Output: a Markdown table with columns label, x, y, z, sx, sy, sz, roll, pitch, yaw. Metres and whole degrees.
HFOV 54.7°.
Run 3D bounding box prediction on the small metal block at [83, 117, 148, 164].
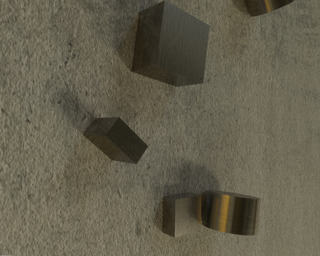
| label | x | y | z | sx | sy | sz | roll | pitch | yaw |
| --- | --- | --- | --- | --- | --- | --- | --- | --- | --- |
| small metal block | -0.050 | 0.014 | 0.348 | 0.050 | 0.050 | 0.025 | 47 | 62 | -30 |

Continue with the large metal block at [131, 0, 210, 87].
| label | x | y | z | sx | sy | sz | roll | pitch | yaw |
| --- | --- | --- | --- | --- | --- | --- | --- | --- | --- |
| large metal block | 0.015 | -0.104 | 0.403 | 0.081 | 0.050 | 0.080 | 12 | 82 | -40 |

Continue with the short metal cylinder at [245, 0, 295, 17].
| label | x | y | z | sx | sy | sz | roll | pitch | yaw |
| --- | --- | --- | --- | --- | --- | --- | --- | --- | --- |
| short metal cylinder | 0.186 | -0.231 | 0.527 | 0.080 | 0.080 | 0.050 | -40 | 115 | -33 |

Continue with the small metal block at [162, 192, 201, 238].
| label | x | y | z | sx | sy | sz | roll | pitch | yaw |
| --- | --- | --- | --- | --- | --- | --- | --- | --- | --- |
| small metal block | 0.031 | 0.120 | 0.433 | 0.050 | 0.025 | 0.050 | 1 | 89 | -40 |

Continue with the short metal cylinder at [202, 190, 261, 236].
| label | x | y | z | sx | sy | sz | roll | pitch | yaw |
| --- | --- | --- | --- | --- | --- | --- | --- | --- | --- |
| short metal cylinder | 0.105 | 0.124 | 0.460 | 0.081 | 0.080 | 0.050 | 14 | 81 | -40 |
